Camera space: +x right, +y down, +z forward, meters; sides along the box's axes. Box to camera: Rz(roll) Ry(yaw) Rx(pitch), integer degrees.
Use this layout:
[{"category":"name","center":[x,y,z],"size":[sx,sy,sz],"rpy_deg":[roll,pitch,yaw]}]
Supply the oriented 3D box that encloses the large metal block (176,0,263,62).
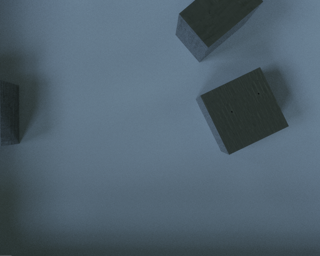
[{"category":"large metal block","center":[0.068,-0.134,0.384],"size":[0.080,0.080,0.050],"rpy_deg":[-40,90,0]}]

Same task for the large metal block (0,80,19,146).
[{"category":"large metal block","center":[-0.232,-0.018,0.397],"size":[0.081,0.050,0.080],"rpy_deg":[0,90,0]}]

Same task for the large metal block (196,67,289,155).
[{"category":"large metal block","center":[0.102,-0.021,0.399],"size":[0.080,0.050,0.080],"rpy_deg":[-26,90,0]}]
